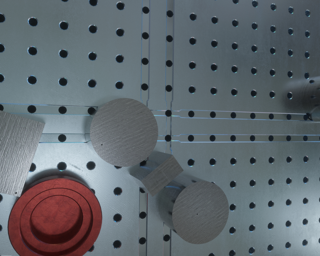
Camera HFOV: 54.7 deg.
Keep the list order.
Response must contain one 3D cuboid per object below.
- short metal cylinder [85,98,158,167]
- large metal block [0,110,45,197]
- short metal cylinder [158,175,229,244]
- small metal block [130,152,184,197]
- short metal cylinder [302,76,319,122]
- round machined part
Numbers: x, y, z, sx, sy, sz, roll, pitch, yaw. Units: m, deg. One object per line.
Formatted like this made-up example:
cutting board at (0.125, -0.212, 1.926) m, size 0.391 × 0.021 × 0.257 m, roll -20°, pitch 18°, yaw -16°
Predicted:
short metal cylinder at (-0.049, 0.005, 0.381) m, size 0.081 × 0.050 × 0.080 m, roll 0°, pitch 90°, yaw -20°
large metal block at (-0.178, 0.021, 0.334) m, size 0.081 × 0.050 × 0.080 m, roll 19°, pitch 84°, yaw -19°
short metal cylinder at (0.044, 0.107, 0.416) m, size 0.081 × 0.050 × 0.080 m, roll 0°, pitch 90°, yaw -20°
small metal block at (-0.005, 0.057, 0.397) m, size 0.050 × 0.050 × 0.025 m, roll -38°, pitch 103°, yaw -16°
short metal cylinder at (0.281, -0.049, 0.502) m, size 0.081 × 0.050 × 0.080 m, roll 0°, pitch 90°, yaw -20°
round machined part at (-0.120, 0.104, 0.359) m, size 0.099 × 0.042 × 0.097 m, roll 0°, pitch 90°, yaw -20°
